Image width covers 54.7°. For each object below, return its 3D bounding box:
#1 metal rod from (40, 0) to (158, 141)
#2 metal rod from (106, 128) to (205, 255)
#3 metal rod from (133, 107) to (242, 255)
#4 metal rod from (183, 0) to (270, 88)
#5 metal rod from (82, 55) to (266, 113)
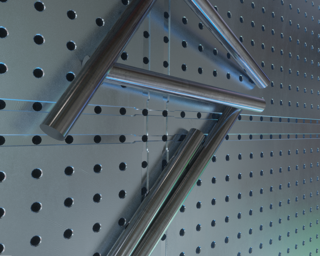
[{"bbox_3d":[-0.040,-0.113,0.352,0.025,0.025,0.300,46,55,-31],"label":"metal rod"},{"bbox_3d":[-0.024,0.118,0.391,0.025,0.025,0.301,51,60,-28],"label":"metal rod"},{"bbox_3d":[0.051,0.061,0.454,0.301,0.025,0.025,-52,121,-27],"label":"metal rod"},{"bbox_3d":[0.098,-0.142,0.471,0.301,0.025,0.025,32,70,-43],"label":"metal rod"},{"bbox_3d":[0.041,-0.053,0.427,0.302,0.025,0.025,7,86,-35],"label":"metal rod"}]
